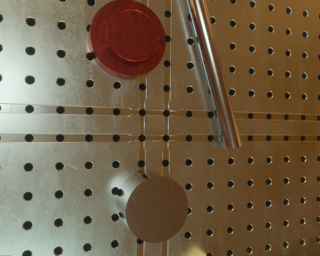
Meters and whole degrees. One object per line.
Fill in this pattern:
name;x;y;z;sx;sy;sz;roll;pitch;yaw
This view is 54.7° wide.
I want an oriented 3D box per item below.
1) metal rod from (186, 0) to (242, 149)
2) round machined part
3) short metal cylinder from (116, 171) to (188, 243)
metal rod;0.067;-0.116;0.438;0.025;0.025;0.298;-18;96;-20
round machined part;-0.038;-0.114;0.390;0.099;0.042;0.097;0;90;-20
short metal cylinder;-0.011;0.098;0.397;0.081;0.050;0.079;0;90;-21
